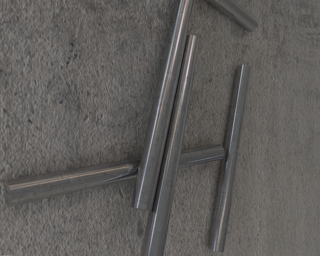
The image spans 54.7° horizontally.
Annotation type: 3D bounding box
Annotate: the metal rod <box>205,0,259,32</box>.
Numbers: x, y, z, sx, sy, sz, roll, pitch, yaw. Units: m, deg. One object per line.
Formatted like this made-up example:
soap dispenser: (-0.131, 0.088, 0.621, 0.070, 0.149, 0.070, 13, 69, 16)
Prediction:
metal rod: (0.047, -0.213, 0.443, 0.302, 0.025, 0.025, 17, 79, -39)

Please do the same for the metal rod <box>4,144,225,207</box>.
metal rod: (-0.026, 0.049, 0.383, 0.302, 0.025, 0.025, -6, 94, -40)

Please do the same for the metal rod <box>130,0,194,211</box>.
metal rod: (0.008, -0.049, 0.390, 0.025, 0.025, 0.299, 25, 68, -37)

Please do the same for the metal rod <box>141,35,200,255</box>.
metal rod: (0.017, 0.013, 0.391, 0.025, 0.025, 0.299, 27, 65, -37)

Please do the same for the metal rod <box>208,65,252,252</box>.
metal rod: (0.114, 0.043, 0.500, 0.025, 0.025, 0.299, 18, 78, -39)
